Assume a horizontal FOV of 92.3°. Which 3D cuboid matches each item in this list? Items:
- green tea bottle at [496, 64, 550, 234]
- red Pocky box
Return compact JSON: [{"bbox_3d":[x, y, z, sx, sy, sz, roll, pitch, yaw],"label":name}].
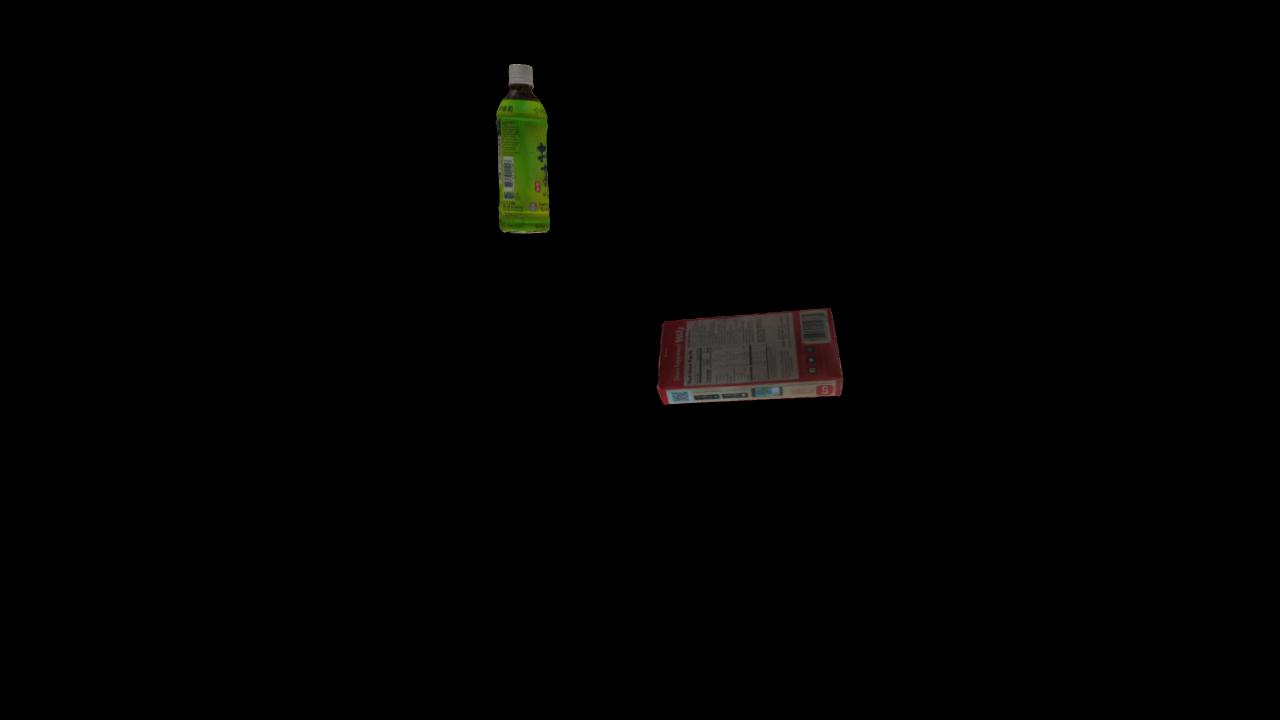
[{"bbox_3d":[-0.157,-0.278,0.821,0.073,0.212,0.073,1,18,0],"label":"green tea bottle"},{"bbox_3d":[0.095,-0.003,0.547,0.155,0.083,0.028,-4,-39,12],"label":"red Pocky box"}]
